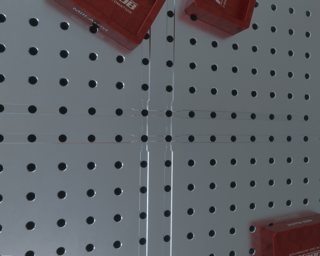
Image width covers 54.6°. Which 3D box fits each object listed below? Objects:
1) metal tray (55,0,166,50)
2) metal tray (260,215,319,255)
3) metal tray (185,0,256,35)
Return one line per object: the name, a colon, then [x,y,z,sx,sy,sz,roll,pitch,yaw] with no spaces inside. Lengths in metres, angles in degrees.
metal tray: [-0.064,-0.171,0.385,0.130,0.030,0.090,31,80,-18]
metal tray: [0.225,0.195,0.493,0.131,0.030,0.090,-4,92,-20]
metal tray: [0.097,-0.213,0.444,0.091,0.030,0.130,17,84,-19]
